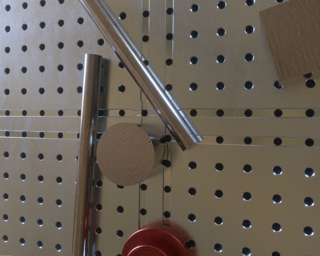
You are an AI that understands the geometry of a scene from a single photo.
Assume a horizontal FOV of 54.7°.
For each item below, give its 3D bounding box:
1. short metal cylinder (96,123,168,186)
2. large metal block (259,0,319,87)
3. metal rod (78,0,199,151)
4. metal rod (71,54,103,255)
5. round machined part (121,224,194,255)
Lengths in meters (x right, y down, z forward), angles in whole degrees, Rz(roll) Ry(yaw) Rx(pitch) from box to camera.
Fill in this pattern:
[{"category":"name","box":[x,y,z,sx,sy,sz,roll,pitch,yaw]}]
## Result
[{"category":"short metal cylinder","box":[-0.036,0.033,0.411,0.080,0.050,0.079,0,90,19]},{"category":"large metal block","box":[0.162,-0.098,0.342,0.080,0.050,0.080,-16,85,19]},{"category":"metal rod","box":[-0.043,-0.098,0.426,0.025,0.025,0.299,-38,78,16]},{"category":"metal rod","box":[-0.106,0.045,0.448,0.025,0.025,0.298,5,92,19]},{"category":"round machined part","box":[-0.007,0.180,0.405,0.098,0.042,0.097,0,90,19]}]
